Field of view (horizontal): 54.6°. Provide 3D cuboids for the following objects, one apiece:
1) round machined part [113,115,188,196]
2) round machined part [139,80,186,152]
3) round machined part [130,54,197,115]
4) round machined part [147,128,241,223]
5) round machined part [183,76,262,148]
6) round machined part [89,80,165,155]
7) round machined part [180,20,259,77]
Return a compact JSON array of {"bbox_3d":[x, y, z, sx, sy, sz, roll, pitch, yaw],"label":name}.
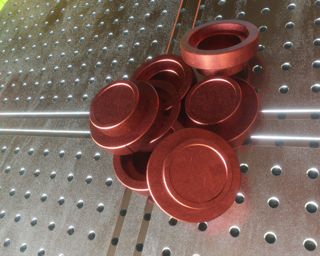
[{"bbox_3d":[-0.004,0.036,0.379,0.098,0.042,0.098,-13,56,21],"label":"round machined part"},{"bbox_3d":[-0.011,-0.012,0.411,0.098,0.042,0.098,-13,56,21],"label":"round machined part"},{"bbox_3d":[0.005,-0.050,0.426,0.098,0.042,0.098,-13,56,21],"label":"round machined part"},{"bbox_3d":[0.036,0.047,0.319,0.099,0.042,0.098,1,79,-4],"label":"round machined part"},{"bbox_3d":[0.069,-0.024,0.376,0.098,0.042,0.098,-13,56,21],"label":"round machined part"},{"bbox_3d":[-0.047,-0.019,0.380,0.098,0.042,0.098,-13,56,21],"label":"round machined part"},{"bbox_3d":[0.078,-0.101,0.405,0.098,0.042,0.098,-9,39,8],"label":"round machined part"}]
